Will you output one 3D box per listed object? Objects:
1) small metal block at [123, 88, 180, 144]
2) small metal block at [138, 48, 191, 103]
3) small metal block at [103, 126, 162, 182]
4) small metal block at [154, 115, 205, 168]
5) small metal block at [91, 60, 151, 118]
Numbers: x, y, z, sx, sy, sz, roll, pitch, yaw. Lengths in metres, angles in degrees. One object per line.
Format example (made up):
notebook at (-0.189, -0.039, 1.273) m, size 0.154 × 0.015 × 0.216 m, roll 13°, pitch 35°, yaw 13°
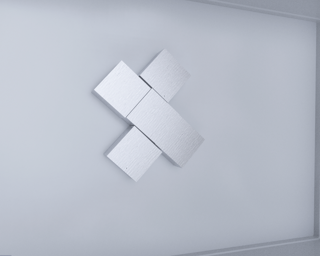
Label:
small metal block at (-0.012, -0.015, 0.403) m, size 0.050 × 0.025 × 0.050 m, roll 43°, pitch 76°, yaw -15°
small metal block at (0.004, -0.067, 0.409) m, size 0.050 × 0.025 × 0.050 m, roll 43°, pitch 75°, yaw -15°
small metal block at (-0.035, 0.032, 0.396) m, size 0.050 × 0.025 × 0.050 m, roll 45°, pitch 77°, yaw -15°
small metal block at (0.023, 0.018, 0.416) m, size 0.050 × 0.025 × 0.050 m, roll 43°, pitch 76°, yaw -15°
small metal block at (-0.049, -0.048, 0.390) m, size 0.050 × 0.025 × 0.050 m, roll 43°, pitch 76°, yaw -15°
